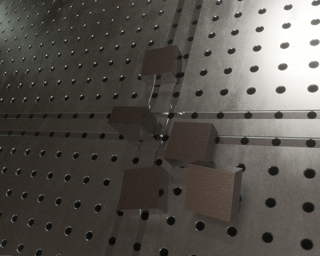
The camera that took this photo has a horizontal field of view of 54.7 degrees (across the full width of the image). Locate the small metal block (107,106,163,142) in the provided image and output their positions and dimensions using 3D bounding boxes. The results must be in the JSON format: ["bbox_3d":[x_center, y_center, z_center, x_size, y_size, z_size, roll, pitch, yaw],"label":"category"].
[{"bbox_3d":[-0.032,-0.005,0.411,0.050,0.050,0.025,2,63,29],"label":"small metal block"}]

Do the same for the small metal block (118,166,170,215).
[{"bbox_3d":[-0.018,0.076,0.370,0.050,0.025,0.050,-9,58,23],"label":"small metal block"}]

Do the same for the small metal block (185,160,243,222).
[{"bbox_3d":[0.056,0.064,0.325,0.050,0.025,0.050,8,97,31],"label":"small metal block"}]

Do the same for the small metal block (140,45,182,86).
[{"bbox_3d":[0.003,-0.092,0.462,0.050,0.025,0.050,-4,60,26],"label":"small metal block"}]

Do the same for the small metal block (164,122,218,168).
[{"bbox_3d":[0.038,0.021,0.375,0.050,0.025,0.050,3,63,29],"label":"small metal block"}]
